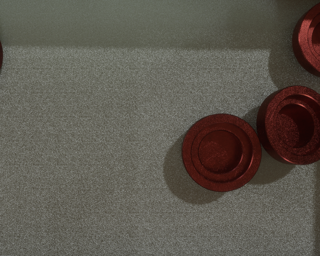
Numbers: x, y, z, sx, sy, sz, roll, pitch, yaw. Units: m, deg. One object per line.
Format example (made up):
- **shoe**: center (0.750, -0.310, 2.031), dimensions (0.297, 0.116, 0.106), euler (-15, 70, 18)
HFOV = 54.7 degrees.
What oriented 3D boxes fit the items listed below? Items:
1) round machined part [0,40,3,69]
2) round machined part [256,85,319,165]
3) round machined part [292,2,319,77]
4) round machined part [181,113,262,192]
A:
- **round machined part**: center (-0.252, -0.095, 0.380), dimensions (0.042, 0.098, 0.097), euler (7, 90, 31)
- **round machined part**: center (0.167, -0.002, 0.396), dimensions (0.099, 0.042, 0.097), euler (2, 84, -14)
- **round machined part**: center (0.221, -0.113, 0.404), dimensions (0.099, 0.042, 0.097), euler (0, 90, 0)
- **round machined part**: center (0.077, 0.030, 0.403), dimensions (0.099, 0.042, 0.097), euler (0, 90, 0)
